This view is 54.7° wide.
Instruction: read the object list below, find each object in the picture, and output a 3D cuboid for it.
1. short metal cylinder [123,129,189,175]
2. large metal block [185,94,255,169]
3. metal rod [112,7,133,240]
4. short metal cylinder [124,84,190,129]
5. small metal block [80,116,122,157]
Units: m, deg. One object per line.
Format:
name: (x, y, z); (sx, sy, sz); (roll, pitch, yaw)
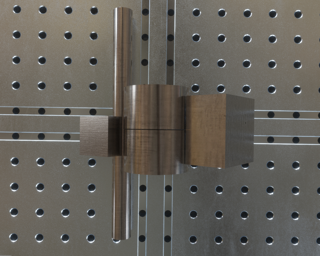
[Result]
short metal cylinder: (-0.004, 0.027, 0.382); (0.081, 0.080, 0.050); (1, 90, 0)
large metal block: (0.075, 0.003, 0.375); (0.050, 0.081, 0.079); (1, 91, 38)
metal rod: (-0.050, -0.006, 0.408); (0.025, 0.025, 0.298); (0, 90, 0)
short metal cylinder: (-0.004, -0.024, 0.382); (0.081, 0.080, 0.050); (1, 90, 0)
small metal block: (-0.076, 0.010, 0.398); (0.050, 0.025, 0.050); (0, 89, 34)
